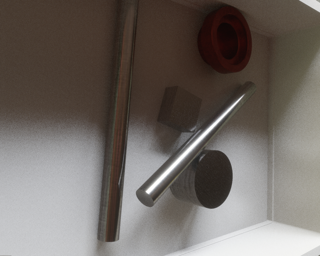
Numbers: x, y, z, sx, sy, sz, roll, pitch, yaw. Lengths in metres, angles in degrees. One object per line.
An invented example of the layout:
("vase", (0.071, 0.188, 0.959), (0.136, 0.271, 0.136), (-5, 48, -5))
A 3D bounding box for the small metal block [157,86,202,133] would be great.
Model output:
("small metal block", (0.028, -0.025, 0.432), (0.050, 0.025, 0.050), (24, 75, -38))

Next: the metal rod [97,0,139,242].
("metal rod", (-0.048, -0.020, 0.367), (0.025, 0.025, 0.298), (7, 85, -40))

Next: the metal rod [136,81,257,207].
("metal rod", (0.070, 0.004, 0.443), (0.302, 0.025, 0.025), (-41, 115, -41))

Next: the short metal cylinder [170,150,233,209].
("short metal cylinder", (0.059, 0.070, 0.442), (0.081, 0.050, 0.079), (-1, 91, -40))

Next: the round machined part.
("round machined part", (0.096, -0.132, 0.478), (0.099, 0.042, 0.097), (0, 91, -40))
